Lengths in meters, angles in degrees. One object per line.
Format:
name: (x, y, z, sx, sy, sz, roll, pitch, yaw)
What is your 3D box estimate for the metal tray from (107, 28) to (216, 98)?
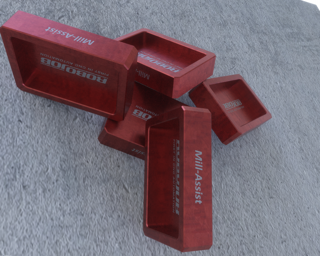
metal tray: (-0.003, -0.093, 0.421, 0.130, 0.030, 0.091, 29, 45, 27)

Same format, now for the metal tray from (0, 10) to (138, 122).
metal tray: (-0.094, -0.062, 0.332, 0.131, 0.089, 0.030, 18, 53, 2)

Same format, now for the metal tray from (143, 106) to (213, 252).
metal tray: (0.015, 0.049, 0.318, 0.030, 0.090, 0.129, 5, 80, -26)

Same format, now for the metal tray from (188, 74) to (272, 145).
metal tray: (0.109, -0.033, 0.462, 0.131, 0.030, 0.090, -19, 71, -51)

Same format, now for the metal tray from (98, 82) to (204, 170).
metal tray: (-0.004, -0.001, 0.402, 0.131, 0.030, 0.090, 23, 53, -15)
